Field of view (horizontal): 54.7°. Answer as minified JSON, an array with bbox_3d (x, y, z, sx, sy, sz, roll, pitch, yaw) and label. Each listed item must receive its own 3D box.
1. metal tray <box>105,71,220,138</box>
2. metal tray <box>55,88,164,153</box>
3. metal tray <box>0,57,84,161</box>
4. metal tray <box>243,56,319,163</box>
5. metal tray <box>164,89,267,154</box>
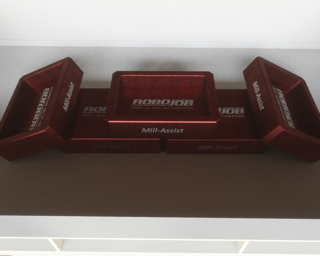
[{"bbox_3d":[0.003,-0.031,0.387,0.131,0.030,0.090,0,49,0],"label":"metal tray"},{"bbox_3d":[-0.061,-0.011,0.410,0.131,0.030,0.090,0,50,0],"label":"metal tray"},{"bbox_3d":[-0.154,-0.027,0.399,0.090,0.030,0.130,-16,47,19],"label":"metal tray"},{"bbox_3d":[0.161,-0.027,0.398,0.091,0.030,0.130,19,46,-21],"label":"metal tray"},{"bbox_3d":[0.070,-0.011,0.410,0.131,0.030,0.090,0,50,0],"label":"metal tray"}]
